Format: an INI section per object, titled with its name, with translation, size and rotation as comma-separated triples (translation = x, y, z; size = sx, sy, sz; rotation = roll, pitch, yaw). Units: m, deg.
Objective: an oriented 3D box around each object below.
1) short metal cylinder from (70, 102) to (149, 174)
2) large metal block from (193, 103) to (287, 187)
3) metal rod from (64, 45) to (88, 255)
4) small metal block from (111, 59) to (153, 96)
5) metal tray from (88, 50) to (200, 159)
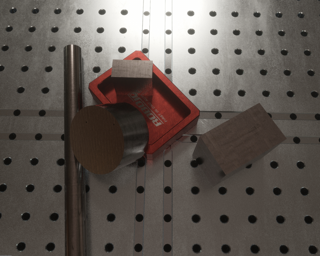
[short metal cylinder]
translation = -0.061, 0.010, 0.373
size = 0.080, 0.050, 0.079
rotation = 6, 101, 29
[large metal block]
translation = 0.091, 0.024, 0.375
size = 0.080, 0.080, 0.050
rotation = -29, 73, -10
[metal rod]
translation = -0.111, 0.025, 0.401
size = 0.025, 0.025, 0.299
rotation = -6, 70, -3
[small metal block]
translation = -0.035, -0.065, 0.408
size = 0.050, 0.050, 0.025
rotation = 2, 70, 0
[metal tray]
translation = -0.022, -0.033, 0.420
size = 0.090, 0.030, 0.130
rotation = -39, 75, -13
